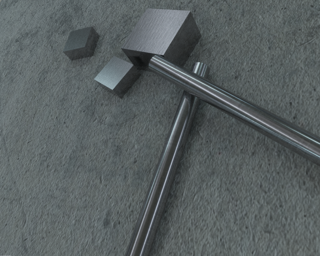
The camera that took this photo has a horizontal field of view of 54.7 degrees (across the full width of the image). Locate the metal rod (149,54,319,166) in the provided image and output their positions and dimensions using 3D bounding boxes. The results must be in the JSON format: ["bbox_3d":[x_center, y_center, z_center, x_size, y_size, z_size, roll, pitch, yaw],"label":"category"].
[{"bbox_3d":[0.100,-0.015,0.339,0.300,0.025,0.025,34,81,31],"label":"metal rod"}]

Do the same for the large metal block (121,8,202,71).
[{"bbox_3d":[0.003,-0.129,0.464,0.080,0.050,0.080,19,71,35],"label":"large metal block"}]

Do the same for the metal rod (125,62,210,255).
[{"bbox_3d":[0.008,0.049,0.368,0.025,0.025,0.300,7,65,31],"label":"metal rod"}]

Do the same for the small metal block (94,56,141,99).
[{"bbox_3d":[-0.067,-0.080,0.486,0.050,0.025,0.050,31,79,37],"label":"small metal block"}]

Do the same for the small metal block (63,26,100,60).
[{"bbox_3d":[-0.146,-0.156,0.574,0.050,0.025,0.050,-4,60,26],"label":"small metal block"}]
